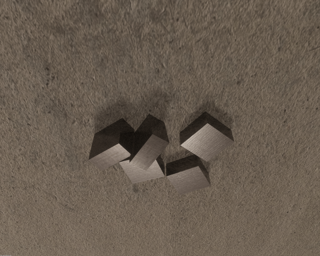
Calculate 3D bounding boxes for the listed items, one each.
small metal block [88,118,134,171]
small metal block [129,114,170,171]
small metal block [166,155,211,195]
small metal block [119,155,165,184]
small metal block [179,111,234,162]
[{"bbox_3d":[-0.063,0.021,0.408,0.050,0.050,0.025,-28,125,21],"label":"small metal block"},{"bbox_3d":[-0.016,0.018,0.400,0.025,0.050,0.050,29,113,-22],"label":"small metal block"},{"bbox_3d":[0.043,0.071,0.469,0.050,0.025,0.050,-21,128,16],"label":"small metal block"},{"bbox_3d":[-0.025,0.051,0.450,0.050,0.025,0.050,-15,129,12],"label":"small metal block"},{"bbox_3d":[0.063,0.013,0.419,0.050,0.025,0.050,33,123,-25],"label":"small metal block"}]
